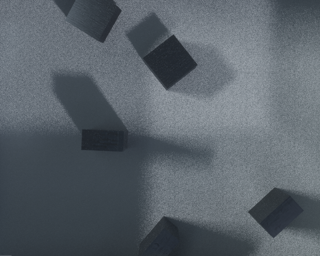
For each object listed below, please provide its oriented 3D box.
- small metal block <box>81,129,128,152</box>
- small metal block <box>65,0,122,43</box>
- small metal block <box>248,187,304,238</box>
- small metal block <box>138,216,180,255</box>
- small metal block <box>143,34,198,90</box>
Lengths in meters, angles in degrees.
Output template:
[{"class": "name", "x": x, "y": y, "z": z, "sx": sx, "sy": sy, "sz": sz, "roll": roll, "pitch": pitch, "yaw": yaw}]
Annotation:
[{"class": "small metal block", "x": -0.069, "y": 0.015, "z": 0.398, "sx": 0.050, "sy": 0.050, "sz": 0.025, "roll": 3, "pitch": 90, "yaw": -1}, {"class": "small metal block", "x": -0.087, "y": -0.148, "z": 0.406, "sx": 0.050, "sy": 0.025, "sz": 0.050, "roll": 32, "pitch": 100, "yaw": -1}, {"class": "small metal block", "x": 0.148, "y": 0.108, "z": 0.401, "sx": 0.050, "sy": 0.050, "sz": 0.025, "roll": -42, "pitch": 90, "yaw": 0}, {"class": "small metal block", "x": -0.002, "y": 0.148, "z": 0.399, "sx": 0.025, "sy": 0.050, "sz": 0.050, "roll": 41, "pitch": 90, "yaw": -1}, {"class": "small metal block", "x": 0.013, "y": -0.086, "z": 0.412, "sx": 0.050, "sy": 0.025, "sz": 0.050, "roll": -38, "pitch": 91, "yaw": 0}]
